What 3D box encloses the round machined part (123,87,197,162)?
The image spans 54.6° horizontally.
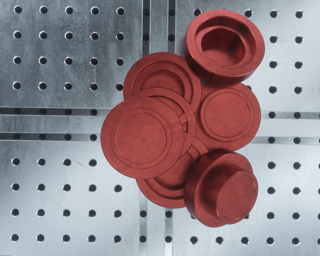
[{"bbox_3d":[-0.004,-0.002,0.404,0.099,0.042,0.097,0,90,0],"label":"round machined part"}]

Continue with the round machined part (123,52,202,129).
[{"bbox_3d":[0.003,-0.046,0.405,0.099,0.042,0.097,0,90,0],"label":"round machined part"}]

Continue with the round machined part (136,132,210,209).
[{"bbox_3d":[0.018,0.051,0.405,0.099,0.042,0.097,0,90,0],"label":"round machined part"}]

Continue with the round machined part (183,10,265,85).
[{"bbox_3d":[0.078,-0.097,0.394,0.099,0.042,0.098,2,69,-6],"label":"round machined part"}]

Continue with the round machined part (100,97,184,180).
[{"bbox_3d":[-0.021,0.012,0.362,0.099,0.042,0.097,0,90,0],"label":"round machined part"}]

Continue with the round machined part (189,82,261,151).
[{"bbox_3d":[0.084,-0.016,0.405,0.099,0.042,0.097,0,90,0],"label":"round machined part"}]

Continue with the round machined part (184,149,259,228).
[{"bbox_3d":[0.082,0.078,0.381,0.099,0.042,0.097,-9,108,-31],"label":"round machined part"}]
